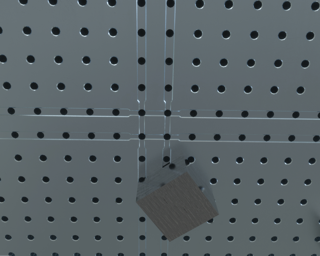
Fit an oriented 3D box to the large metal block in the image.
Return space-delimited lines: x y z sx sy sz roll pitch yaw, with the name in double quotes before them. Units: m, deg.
"large metal block" 0.024 0.099 0.437 0.080 0.050 0.080 -33 107 11
